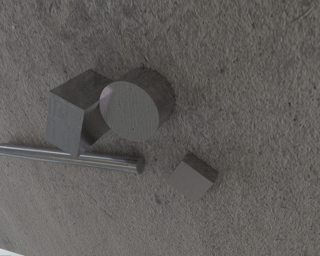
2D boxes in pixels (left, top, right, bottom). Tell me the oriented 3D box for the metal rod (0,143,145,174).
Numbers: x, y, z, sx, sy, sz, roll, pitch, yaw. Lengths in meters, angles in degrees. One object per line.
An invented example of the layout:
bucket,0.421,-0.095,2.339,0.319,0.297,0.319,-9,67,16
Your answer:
metal rod,-0.163,0.048,0.521,0.300,0.025,0.025,3,120,26

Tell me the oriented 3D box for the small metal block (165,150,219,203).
small metal block,0.044,0.067,0.426,0.050,0.025,0.050,36,129,4

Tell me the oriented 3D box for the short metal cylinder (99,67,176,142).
short metal cylinder,-0.027,-0.030,0.387,0.080,0.050,0.079,13,124,20

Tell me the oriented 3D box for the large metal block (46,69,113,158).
large metal block,-0.102,-0.021,0.412,0.050,0.080,0.079,28,128,10
